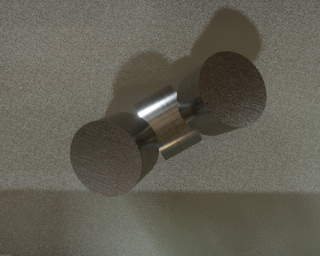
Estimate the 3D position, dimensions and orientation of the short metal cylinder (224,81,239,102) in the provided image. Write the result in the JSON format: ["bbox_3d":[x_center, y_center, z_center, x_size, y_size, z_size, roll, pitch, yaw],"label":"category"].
[{"bbox_3d":[0.067,-0.037,0.398,0.081,0.050,0.079,0,90,-1],"label":"short metal cylinder"}]

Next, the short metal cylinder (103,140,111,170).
[{"bbox_3d":[-0.048,0.025,0.397,0.081,0.050,0.079,0,90,-1],"label":"short metal cylinder"}]

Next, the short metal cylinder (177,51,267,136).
[{"bbox_3d":[0.065,-0.035,0.333,0.081,0.050,0.080,5,77,-21],"label":"short metal cylinder"}]

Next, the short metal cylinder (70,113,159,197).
[{"bbox_3d":[-0.047,0.026,0.332,0.080,0.050,0.079,4,104,18],"label":"short metal cylinder"}]

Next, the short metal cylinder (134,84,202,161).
[{"bbox_3d":[0.009,-0.007,0.382,0.050,0.080,0.080,-30,90,0],"label":"short metal cylinder"}]
